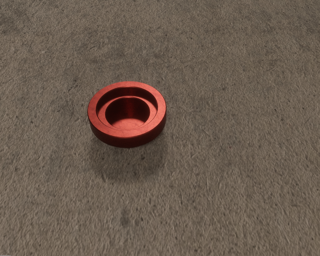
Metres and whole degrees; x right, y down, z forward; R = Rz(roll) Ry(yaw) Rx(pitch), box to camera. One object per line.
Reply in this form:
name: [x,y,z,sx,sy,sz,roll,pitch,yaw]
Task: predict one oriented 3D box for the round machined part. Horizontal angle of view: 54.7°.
round machined part: [-0.041,-0.013,0.402,0.099,0.042,0.098,0,50,0]
